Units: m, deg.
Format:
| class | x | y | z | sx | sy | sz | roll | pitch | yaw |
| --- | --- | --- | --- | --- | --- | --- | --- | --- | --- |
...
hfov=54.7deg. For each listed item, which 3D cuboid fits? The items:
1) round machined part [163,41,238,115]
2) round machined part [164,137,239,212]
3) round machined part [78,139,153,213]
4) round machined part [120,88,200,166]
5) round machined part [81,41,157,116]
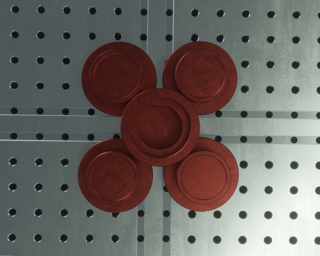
| class | x | y | z | sx | sy | sz | roll | pitch | yaw |
| --- | --- | --- | --- | --- | --- | --- | --- | --- | --- |
| round machined part | 0.053 | -0.065 | 0.405 | 0.099 | 0.042 | 0.097 | 0 | 90 | -1 |
| round machined part | 0.055 | 0.061 | 0.405 | 0.099 | 0.042 | 0.097 | 0 | 90 | -1 |
| round machined part | -0.058 | 0.063 | 0.405 | 0.099 | 0.042 | 0.097 | 0 | 90 | -1 |
| round machined part | 0.000 | -0.001 | 0.403 | 0.099 | 0.042 | 0.097 | 0 | 90 | -1 |
| round machined part | -0.054 | -0.064 | 0.403 | 0.099 | 0.042 | 0.097 | 0 | 90 | -1 |
